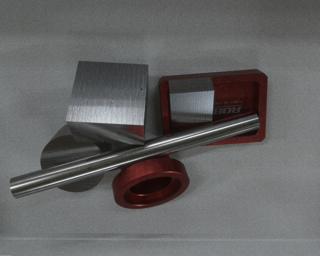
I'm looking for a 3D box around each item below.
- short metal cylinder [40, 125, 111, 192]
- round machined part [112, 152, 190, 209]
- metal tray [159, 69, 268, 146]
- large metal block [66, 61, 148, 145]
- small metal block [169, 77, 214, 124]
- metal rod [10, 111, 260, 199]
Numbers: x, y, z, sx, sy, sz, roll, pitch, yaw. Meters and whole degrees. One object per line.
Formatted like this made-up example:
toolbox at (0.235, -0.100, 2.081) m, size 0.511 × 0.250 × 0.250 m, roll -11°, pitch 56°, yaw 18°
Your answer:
short metal cylinder at (-0.108, 0.037, 0.408) m, size 0.081 × 0.050 × 0.079 m, roll 0°, pitch 110°, yaw -1°
round machined part at (-0.014, 0.065, 0.407) m, size 0.099 × 0.042 × 0.097 m, roll -12°, pitch 145°, yaw -8°
metal tray at (0.067, -0.024, 0.398) m, size 0.131 × 0.030 × 0.089 m, roll -4°, pitch 110°, yaw 1°
large metal block at (-0.056, -0.029, 0.361) m, size 0.081 × 0.080 × 0.050 m, roll 3°, pitch 152°, yaw -1°
small metal block at (0.037, -0.032, 0.375) m, size 0.050 × 0.025 × 0.050 m, roll -4°, pitch 136°, yaw 1°
metal rod at (-0.024, 0.030, 0.376) m, size 0.302 × 0.025 × 0.025 m, roll -15°, pitch 110°, yaw -7°
